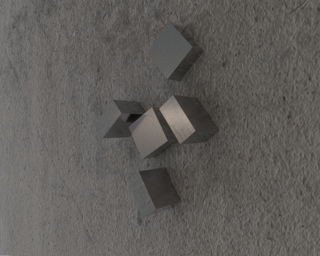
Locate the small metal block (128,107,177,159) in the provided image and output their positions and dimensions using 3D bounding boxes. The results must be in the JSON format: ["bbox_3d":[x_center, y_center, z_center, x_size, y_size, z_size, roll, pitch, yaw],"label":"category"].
[{"bbox_3d":[-0.009,0.007,0.412,0.050,0.025,0.050,-38,67,33],"label":"small metal block"}]

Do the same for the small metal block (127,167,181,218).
[{"bbox_3d":[-0.007,0.080,0.395,0.025,0.050,0.050,-41,65,33],"label":"small metal block"}]

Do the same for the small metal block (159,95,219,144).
[{"bbox_3d":[0.034,-0.010,0.360,0.025,0.050,0.050,-44,64,31],"label":"small metal block"}]

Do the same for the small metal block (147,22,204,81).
[{"bbox_3d":[0.019,-0.095,0.390,0.050,0.025,0.050,-50,61,28],"label":"small metal block"}]

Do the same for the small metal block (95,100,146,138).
[{"bbox_3d":[-0.054,-0.012,0.433,0.050,0.050,0.025,-49,61,29],"label":"small metal block"}]
